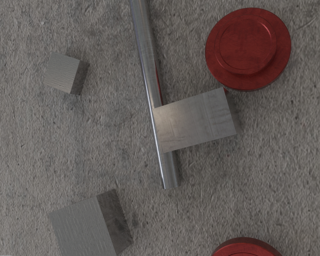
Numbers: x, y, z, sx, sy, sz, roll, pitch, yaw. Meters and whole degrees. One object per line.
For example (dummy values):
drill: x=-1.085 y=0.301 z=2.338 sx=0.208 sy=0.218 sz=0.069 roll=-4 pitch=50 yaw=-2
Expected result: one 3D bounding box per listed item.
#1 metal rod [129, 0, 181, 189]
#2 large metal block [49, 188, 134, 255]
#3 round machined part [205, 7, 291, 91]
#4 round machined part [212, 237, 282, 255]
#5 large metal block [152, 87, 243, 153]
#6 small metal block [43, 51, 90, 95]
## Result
metal rod: x=-0.011 y=-0.070 z=0.412 sx=0.025 sy=0.025 sz=0.298 roll=-12 pitch=86 yaw=19
large metal block: x=-0.095 y=0.139 z=0.429 sx=0.080 sy=0.050 sz=0.080 roll=-23 pitch=83 yaw=18
round machined part: x=0.101 y=-0.093 z=0.364 sx=0.098 sy=0.042 sz=0.097 roll=0 pitch=90 yaw=20
round machined part: x=0.104 y=0.176 z=0.363 sx=0.098 sy=0.042 sz=0.097 roll=0 pitch=90 yaw=20
large metal block: x=0.048 y=-0.008 z=0.363 sx=0.080 sy=0.080 sz=0.050 roll=-16 pitch=85 yaw=19
small metal block: x=-0.138 y=-0.081 z=0.458 sx=0.050 sy=0.025 sz=0.050 roll=21 pitch=97 yaw=18
